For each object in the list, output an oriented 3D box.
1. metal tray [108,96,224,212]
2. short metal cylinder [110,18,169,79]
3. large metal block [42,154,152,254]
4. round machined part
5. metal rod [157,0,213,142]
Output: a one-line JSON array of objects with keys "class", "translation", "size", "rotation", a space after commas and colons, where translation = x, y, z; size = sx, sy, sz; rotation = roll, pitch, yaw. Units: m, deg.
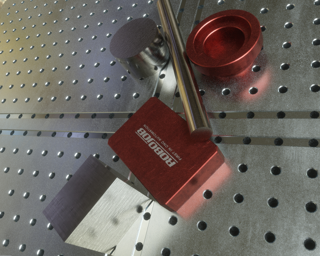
[{"class": "metal tray", "translation": [0.003, 0.027, 0.387], "size": [0.090, 0.030, 0.130], "rotation": [-45, 51, -4]}, {"class": "short metal cylinder", "translation": [-0.031, -0.124, 0.485], "size": [0.080, 0.050, 0.080], "rotation": [-13, 56, 21]}, {"class": "large metal block", "translation": [-0.068, 0.089, 0.354], "size": [0.050, 0.080, 0.080], "rotation": [33, 80, 38]}, {"class": "round machined part", "translation": [0.088, -0.108, 0.418], "size": [0.098, 0.042, 0.098], "rotation": [-13, 56, 21]}, {"class": "metal rod", "translation": [0.026, -0.104, 0.438], "size": [0.025, 0.025, 0.300], "rotation": [-23, 47, 14]}]
